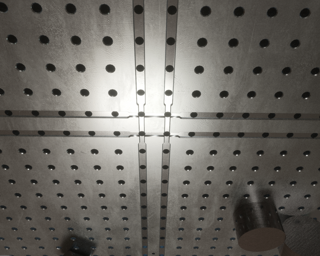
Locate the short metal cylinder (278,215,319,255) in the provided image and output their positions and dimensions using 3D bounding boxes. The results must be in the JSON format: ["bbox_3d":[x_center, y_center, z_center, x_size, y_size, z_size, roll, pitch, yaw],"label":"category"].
[{"bbox_3d":[0.257,0.206,0.555,0.080,0.080,0.050,-6,130,4],"label":"short metal cylinder"}]

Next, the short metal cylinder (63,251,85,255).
[{"bbox_3d":[-0.176,0.297,0.626,0.050,0.080,0.080,33,122,-25],"label":"short metal cylinder"}]

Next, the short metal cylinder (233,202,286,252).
[{"bbox_3d":[0.174,0.176,0.548,0.081,0.050,0.079,-1,131,0],"label":"short metal cylinder"}]
